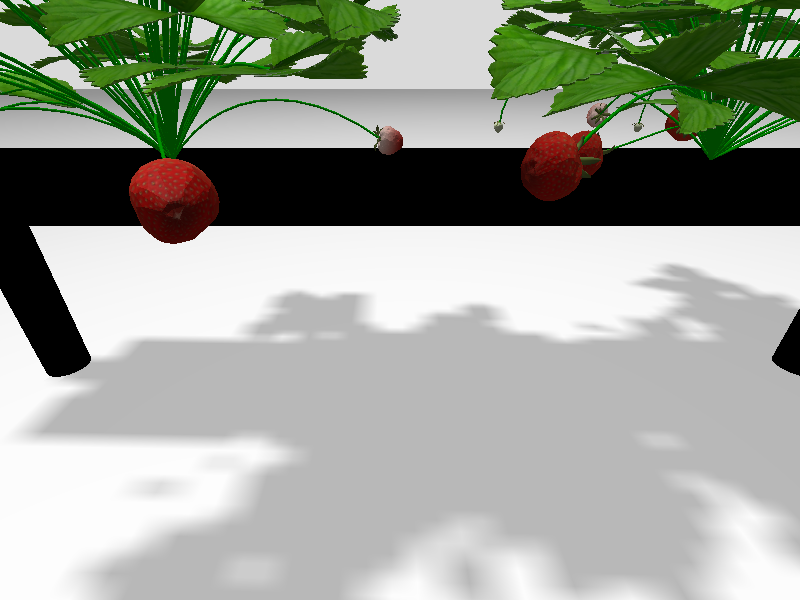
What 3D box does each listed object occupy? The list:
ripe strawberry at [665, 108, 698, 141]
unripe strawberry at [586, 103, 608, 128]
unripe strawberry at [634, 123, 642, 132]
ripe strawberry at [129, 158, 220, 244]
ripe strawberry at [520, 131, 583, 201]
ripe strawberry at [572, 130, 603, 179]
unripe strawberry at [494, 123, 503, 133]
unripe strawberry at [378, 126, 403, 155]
[{"bbox_3d":[0.312,-0.196,0.438,0.038,0.040,0.041,11,31,19],"label":"ripe strawberry"},{"bbox_3d":[0.262,-0.246,0.534,0.026,0.030,0.028,0,18,0],"label":"unripe strawberry"},{"bbox_3d":[0.280,-0.203,0.471,0.009,0.010,0.010,3,29,6],"label":"unripe strawberry"},{"bbox_3d":[-0.091,-0.039,0.164,0.032,0.034,0.035,-14,33,-24],"label":"ripe strawberry"},{"bbox_3d":[0.079,-0.070,0.214,0.034,0.035,0.031,-28,39,-25],"label":"ripe strawberry"},{"bbox_3d":[0.119,-0.097,0.267,0.028,0.030,0.026,-14,32,-23],"label":"ripe strawberry"},{"bbox_3d":[0.104,-0.182,0.423,0.010,0.010,0.011,19,34,30],"label":"unripe strawberry"},{"bbox_3d":[-0.008,-0.137,0.346,0.022,0.023,0.020,7,28,-11],"label":"unripe strawberry"}]
